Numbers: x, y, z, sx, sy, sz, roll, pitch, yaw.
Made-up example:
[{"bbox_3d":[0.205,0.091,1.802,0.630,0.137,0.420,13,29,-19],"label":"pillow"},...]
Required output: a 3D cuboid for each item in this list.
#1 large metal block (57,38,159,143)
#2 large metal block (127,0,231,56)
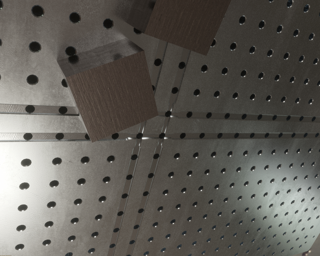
[{"bbox_3d":[-0.055,-0.042,0.340,0.081,0.050,0.080,-23,127,-15],"label":"large metal block"},{"bbox_3d":[0.022,-0.132,0.327,0.081,0.050,0.079,10,113,-33],"label":"large metal block"}]
